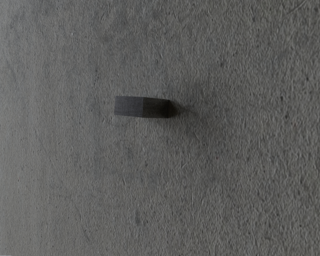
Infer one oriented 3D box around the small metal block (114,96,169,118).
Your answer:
[{"bbox_3d":[-0.024,-0.027,0.407,0.050,0.050,0.025,7,95,39],"label":"small metal block"}]
